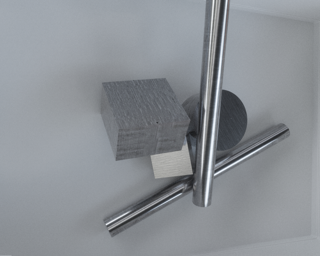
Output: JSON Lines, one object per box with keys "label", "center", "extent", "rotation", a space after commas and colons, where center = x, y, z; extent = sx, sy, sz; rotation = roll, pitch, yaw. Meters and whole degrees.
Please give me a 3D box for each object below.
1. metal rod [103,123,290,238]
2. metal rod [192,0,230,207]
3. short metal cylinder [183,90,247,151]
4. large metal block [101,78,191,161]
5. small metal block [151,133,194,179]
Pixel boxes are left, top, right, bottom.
{"label": "metal rod", "center": [0.064, 0.065, 0.435], "extent": [0.302, 0.025, 0.025], "rotation": [-25, 99, -19]}
{"label": "metal rod", "center": [0.059, -0.044, 0.356], "extent": [0.025, 0.025, 0.298], "rotation": [-6, 111, -20]}
{"label": "short metal cylinder", "center": [0.071, -0.010, 0.425], "extent": [0.081, 0.050, 0.079], "rotation": [0, 90, -21]}
{"label": "large metal block", "center": [-0.021, -0.013, 0.368], "extent": [0.081, 0.080, 0.050], "rotation": [-7, 136, -20]}
{"label": "small metal block", "center": [0.016, 0.036, 0.404], "extent": [0.050, 0.025, 0.050], "rotation": [-9, 96, 15]}
